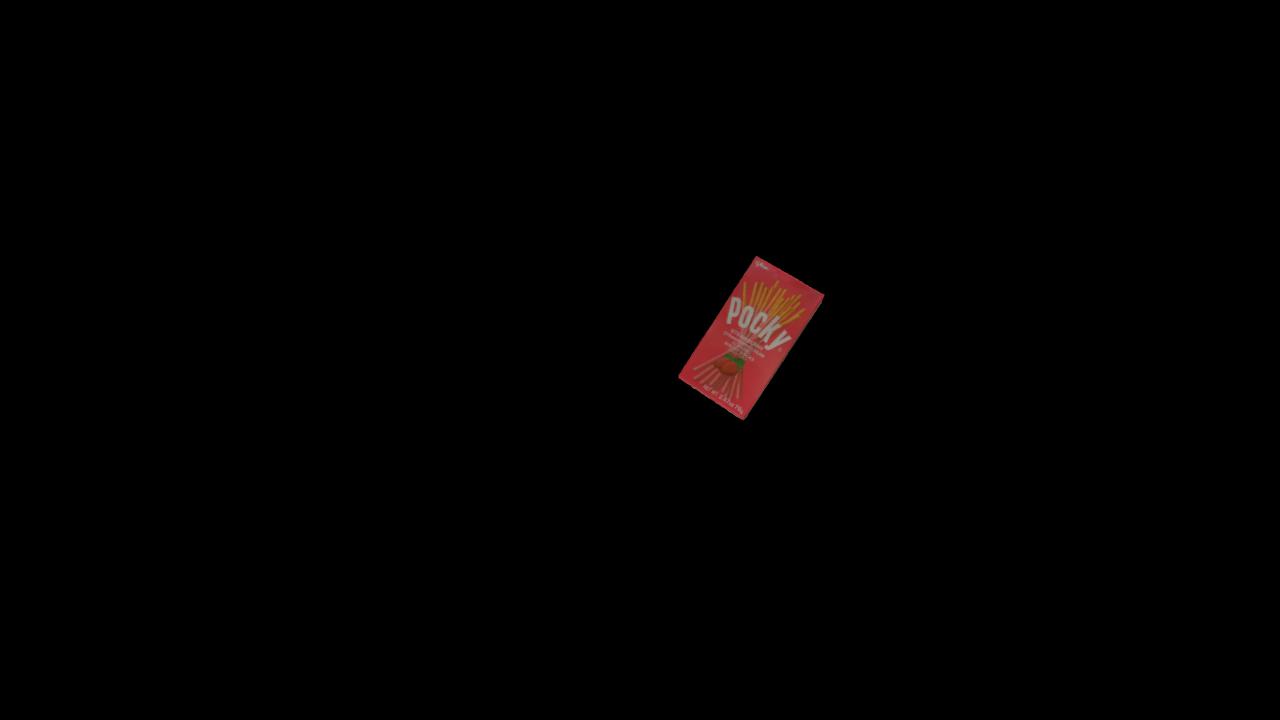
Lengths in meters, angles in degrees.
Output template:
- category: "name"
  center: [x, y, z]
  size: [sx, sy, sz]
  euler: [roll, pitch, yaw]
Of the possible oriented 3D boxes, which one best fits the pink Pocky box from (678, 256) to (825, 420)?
- category: "pink Pocky box"
  center: [0.116, -0.023, 0.647]
  size: [0.084, 0.155, 0.029]
  euler: [34, 1, 14]
